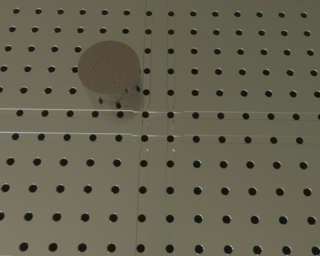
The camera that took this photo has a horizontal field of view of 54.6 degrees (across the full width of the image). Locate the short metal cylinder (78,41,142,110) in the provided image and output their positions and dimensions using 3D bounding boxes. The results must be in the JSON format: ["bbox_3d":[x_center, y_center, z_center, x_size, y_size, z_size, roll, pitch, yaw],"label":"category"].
[{"bbox_3d":[-0.066,-0.071,0.424,0.080,0.050,0.080,0,70,0],"label":"short metal cylinder"}]
